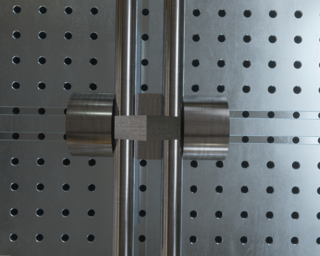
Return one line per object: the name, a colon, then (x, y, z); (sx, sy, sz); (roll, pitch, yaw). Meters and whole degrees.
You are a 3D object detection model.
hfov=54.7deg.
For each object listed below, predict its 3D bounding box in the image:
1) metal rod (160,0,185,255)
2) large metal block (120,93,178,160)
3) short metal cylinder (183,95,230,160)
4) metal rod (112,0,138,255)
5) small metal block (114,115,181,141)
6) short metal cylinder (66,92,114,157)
metal rod: (0.015, 0.000, 0.360); (0.025, 0.025, 0.298); (1, 90, 0)
large metal block: (-0.014, -0.002, 0.397); (0.081, 0.050, 0.079); (1, 90, 0)
short metal cylinder: (0.053, 0.000, 0.382); (0.050, 0.080, 0.079); (1, 90, 1)
metal rod: (-0.041, 0.002, 0.360); (0.025, 0.025, 0.298); (1, 90, 0)
small metal block: (-0.013, 0.000, 0.334); (0.050, 0.050, 0.025); (1, 91, 44)
short metal cylinder: (-0.079, -0.004, 0.382); (0.050, 0.080, 0.079); (1, 90, 0)
